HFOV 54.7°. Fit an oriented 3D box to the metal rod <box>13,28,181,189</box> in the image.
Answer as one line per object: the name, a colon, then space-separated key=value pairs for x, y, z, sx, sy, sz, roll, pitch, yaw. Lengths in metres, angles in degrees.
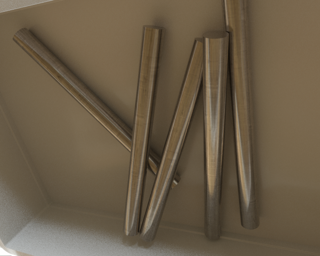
metal rod: x=-0.086 y=-0.024 z=0.436 sx=0.300 sy=0.025 sz=0.025 roll=44 pitch=129 yaw=-3

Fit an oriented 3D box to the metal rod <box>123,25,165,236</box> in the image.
metal rod: x=-0.025 y=0.022 z=0.406 sx=0.025 sy=0.025 sz=0.298 roll=17 pitch=117 yaw=18

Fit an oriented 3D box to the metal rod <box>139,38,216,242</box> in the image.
metal rod: x=0.015 y=0.035 z=0.397 sx=0.025 sy=0.025 sz=0.298 roll=23 pitch=119 yaw=14

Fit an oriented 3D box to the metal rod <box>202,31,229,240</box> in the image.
metal rod: x=0.066 y=0.033 z=0.380 sx=0.025 sy=0.025 sz=0.298 roll=10 pitch=127 yaw=22

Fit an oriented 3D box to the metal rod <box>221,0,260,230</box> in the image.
metal rod: x=0.096 y=-0.001 z=0.356 sx=0.025 sy=0.025 sz=0.298 roll=3 pitch=120 yaw=26
